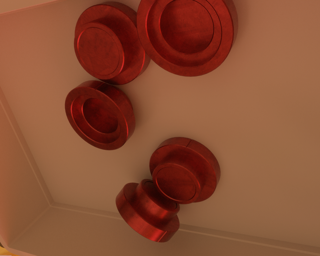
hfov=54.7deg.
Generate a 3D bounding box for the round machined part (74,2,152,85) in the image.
[{"bbox_3d":[-0.062,-0.096,0.371,0.098,0.042,0.097,13,124,21],"label":"round machined part"}]

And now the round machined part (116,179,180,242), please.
[{"bbox_3d":[-0.011,0.111,0.443,0.098,0.098,0.042,37,102,3],"label":"round machined part"}]

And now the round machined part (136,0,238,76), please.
[{"bbox_3d":[0.029,-0.105,0.312,0.098,0.042,0.097,14,132,17],"label":"round machined part"}]

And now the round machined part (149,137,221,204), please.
[{"bbox_3d":[0.029,0.064,0.422,0.098,0.042,0.097,13,124,21],"label":"round machined part"}]

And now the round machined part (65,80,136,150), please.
[{"bbox_3d":[-0.076,-0.021,0.422,0.098,0.042,0.097,15,129,20],"label":"round machined part"}]
